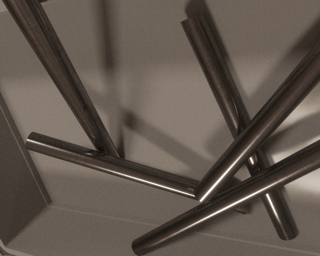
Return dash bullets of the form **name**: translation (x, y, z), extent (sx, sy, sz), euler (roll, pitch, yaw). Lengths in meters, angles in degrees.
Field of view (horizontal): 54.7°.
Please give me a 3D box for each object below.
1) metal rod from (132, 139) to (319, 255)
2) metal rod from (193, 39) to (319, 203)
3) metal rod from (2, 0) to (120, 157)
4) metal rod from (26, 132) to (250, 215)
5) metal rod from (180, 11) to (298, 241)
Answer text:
- **metal rod**: translation (0.069, 0.100, 0.388), extent (0.299, 0.025, 0.025), euler (-38, 97, 31)
- **metal rod**: translation (0.121, -0.024, 0.306), extent (0.025, 0.025, 0.298), euler (35, 122, 4)
- **metal rod**: translation (-0.090, -0.024, 0.359), extent (0.025, 0.025, 0.299), euler (15, 150, 19)
- **metal rod**: translation (-0.029, 0.060, 0.413), extent (0.302, 0.025, 0.025), euler (17, 126, 0)
- **metal rod**: translation (0.100, 0.012, 0.362), extent (0.025, 0.025, 0.299), euler (-16, 110, 34)
